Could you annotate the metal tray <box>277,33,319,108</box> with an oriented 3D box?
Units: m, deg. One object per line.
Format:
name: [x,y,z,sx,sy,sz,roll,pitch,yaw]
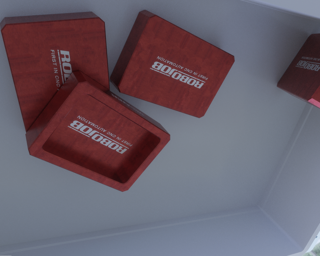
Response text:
metal tray: [0.211,-0.078,0.409,0.030,0.130,0.090,29,105,-4]

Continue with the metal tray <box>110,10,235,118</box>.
metal tray: [0.018,-0.071,0.371,0.131,0.030,0.089,15,110,-35]

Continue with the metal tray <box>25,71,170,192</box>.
metal tray: [-0.062,0.010,0.338,0.130,0.030,0.090,33,100,-39]

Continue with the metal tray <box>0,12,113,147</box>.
metal tray: [-0.101,-0.048,0.321,0.091,0.030,0.129,-13,124,-22]
